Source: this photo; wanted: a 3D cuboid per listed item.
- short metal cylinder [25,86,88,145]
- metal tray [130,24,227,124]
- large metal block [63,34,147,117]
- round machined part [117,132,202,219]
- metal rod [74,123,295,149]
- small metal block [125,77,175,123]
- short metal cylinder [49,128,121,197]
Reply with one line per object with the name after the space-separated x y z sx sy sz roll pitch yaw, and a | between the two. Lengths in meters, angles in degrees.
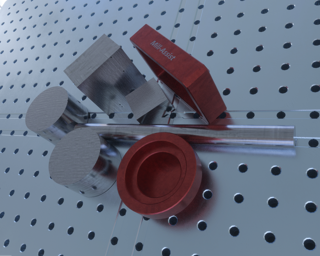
-0.162 -0.018 0.488 0.080 0.050 0.080 -13 56 21 | short metal cylinder
0.022 -0.070 0.398 0.030 0.090 0.130 -43 51 -1 | metal tray
-0.079 -0.077 0.462 0.080 0.080 0.050 -44 52 -2 | large metal block
0.003 0.057 0.361 0.098 0.042 0.098 -13 56 21 | round machined part
0.010 0.007 0.398 0.300 0.025 0.025 1 62 28 | metal rod
-0.015 -0.036 0.439 0.050 0.025 0.050 -34 51 6 | small metal block
-0.100 0.046 0.416 0.080 0.050 0.080 -13 56 21 | short metal cylinder
